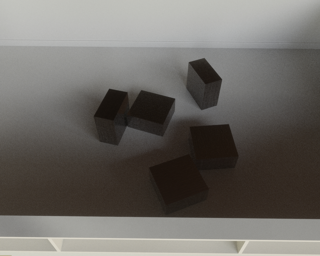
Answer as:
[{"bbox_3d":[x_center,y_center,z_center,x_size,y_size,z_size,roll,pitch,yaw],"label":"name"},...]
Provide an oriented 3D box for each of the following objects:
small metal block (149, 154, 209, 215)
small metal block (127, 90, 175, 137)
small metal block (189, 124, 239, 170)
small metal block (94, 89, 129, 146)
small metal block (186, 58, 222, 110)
[{"bbox_3d":[0.020,0.063,0.352,0.050,0.025,0.050,-17,52,-14],"label":"small metal block"},{"bbox_3d":[-0.011,-0.021,0.422,0.050,0.025,0.050,16,52,12],"label":"small metal block"},{"bbox_3d":[0.065,0.024,0.385,0.050,0.025,0.050,-4,50,-3],"label":"small metal block"},{"bbox_3d":[-0.060,-0.014,0.400,0.025,0.050,0.050,12,51,10],"label":"small metal block"},{"bbox_3d":[0.061,-0.063,0.442,0.025,0.050,0.050,-18,52,-14],"label":"small metal block"}]
